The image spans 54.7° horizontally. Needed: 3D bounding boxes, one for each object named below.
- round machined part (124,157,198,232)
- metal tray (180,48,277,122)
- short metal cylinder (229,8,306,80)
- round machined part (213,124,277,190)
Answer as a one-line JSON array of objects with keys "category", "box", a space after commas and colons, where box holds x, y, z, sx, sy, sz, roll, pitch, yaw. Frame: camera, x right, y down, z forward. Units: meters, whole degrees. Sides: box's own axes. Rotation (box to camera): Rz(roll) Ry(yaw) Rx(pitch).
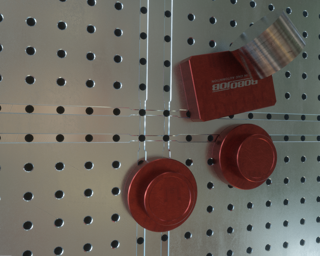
[{"category": "round machined part", "box": [0.006, 0.089, 0.407, 0.099, 0.042, 0.097, 0, 90, -20]}, {"category": "metal tray", "box": [0.101, -0.065, 0.449, 0.131, 0.030, 0.089, -13, 95, -20]}, {"category": "short metal cylinder", "box": [0.138, -0.108, 0.403, 0.080, 0.080, 0.050, -46, 104, -14]}, {"category": "round machined part", "box": [0.131, 0.042, 0.454, 0.099, 0.042, 0.097, 0, 90, -20]}]
